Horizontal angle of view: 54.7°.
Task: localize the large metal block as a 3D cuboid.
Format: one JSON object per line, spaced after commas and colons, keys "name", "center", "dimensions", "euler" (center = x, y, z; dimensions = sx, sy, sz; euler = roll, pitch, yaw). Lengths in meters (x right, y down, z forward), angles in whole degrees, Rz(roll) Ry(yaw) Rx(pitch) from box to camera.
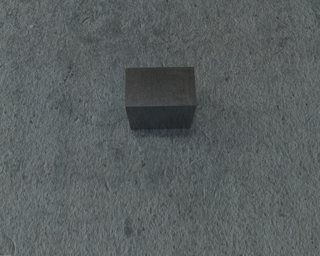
{"name": "large metal block", "center": [0.000, -0.035, 0.393], "dimensions": [0.081, 0.080, 0.050], "euler": [-1, 70, -1]}
